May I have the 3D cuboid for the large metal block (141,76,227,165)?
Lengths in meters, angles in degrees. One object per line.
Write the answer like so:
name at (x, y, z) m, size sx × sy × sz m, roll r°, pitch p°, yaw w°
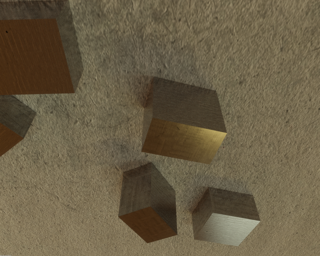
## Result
large metal block at (0.025, -0.010, 0.363) m, size 0.081 × 0.080 × 0.050 m, roll 12°, pitch 129°, yaw -10°

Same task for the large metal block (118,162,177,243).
large metal block at (-0.016, 0.113, 0.467) m, size 0.050 × 0.080 × 0.080 m, roll -22°, pitch 127°, yaw 18°

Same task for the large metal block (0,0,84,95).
large metal block at (-0.131, -0.082, 0.320) m, size 0.080 × 0.050 × 0.079 m, roll -1°, pitch 130°, yaw 1°

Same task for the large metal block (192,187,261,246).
large metal block at (0.107, 0.150, 0.519) m, size 0.081 × 0.050 × 0.079 m, roll 13°, pitch 129°, yaw -11°

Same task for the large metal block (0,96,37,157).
large metal block at (-0.218, -0.008, 0.382) m, size 0.080 × 0.050 × 0.080 m, roll -32°, pitch 123°, yaw 24°
